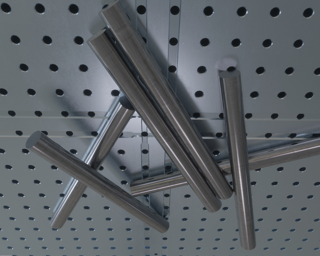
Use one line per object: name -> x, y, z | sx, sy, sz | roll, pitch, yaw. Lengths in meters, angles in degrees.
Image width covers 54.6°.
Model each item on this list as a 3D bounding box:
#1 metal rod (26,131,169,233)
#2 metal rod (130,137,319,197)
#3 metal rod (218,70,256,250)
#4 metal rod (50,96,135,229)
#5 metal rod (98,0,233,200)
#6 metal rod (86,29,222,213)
metal rod -> -0.072, 0.096, 0.466 | 0.025, 0.025, 0.300 | -25, 134, 20
metal rod -> 0.099, 0.059, 0.461 | 0.301, 0.025, 0.025 | -15, 129, 12
metal rod -> 0.112, 0.063, 0.433 | 0.025, 0.025, 0.299 | -10, 120, 8
metal rod -> -0.111, 0.069, 0.468 | 0.025, 0.025, 0.298 | 23, 126, -18
metal rod -> 0.022, -0.013, 0.382 | 0.025, 0.025, 0.300 | -23, 121, 18
metal rod -> 0.007, 0.010, 0.400 | 0.025, 0.025, 0.300 | -24, 120, 19
